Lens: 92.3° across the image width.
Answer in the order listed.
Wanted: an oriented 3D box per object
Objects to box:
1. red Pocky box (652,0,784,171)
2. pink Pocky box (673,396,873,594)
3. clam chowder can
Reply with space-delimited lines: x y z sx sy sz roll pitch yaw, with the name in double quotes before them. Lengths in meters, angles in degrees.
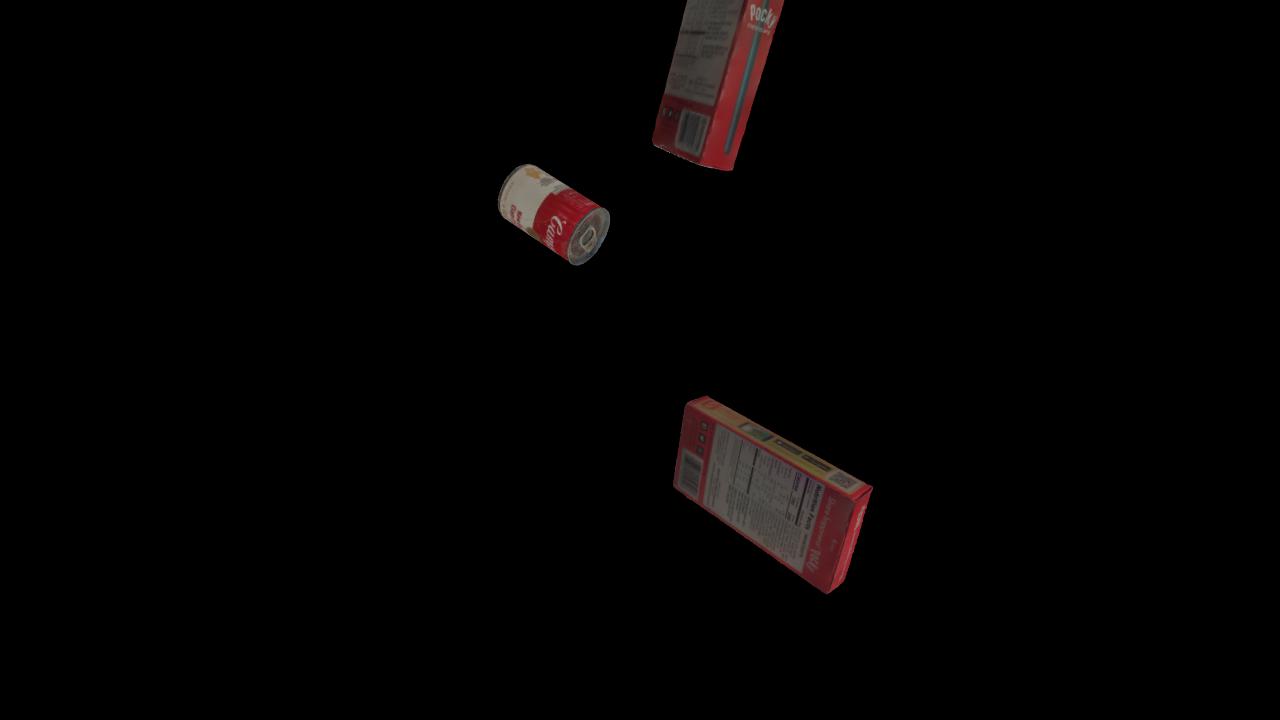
"red Pocky box" 0.052 -0.203 0.381 0.028 0.155 0.083 5 26 -25
"pink Pocky box" 0.092 0.096 0.467 0.029 0.084 0.155 -16 33 -40
"clam chowder can" -0.092 -0.155 0.653 0.102 0.068 0.068 36 11 16
